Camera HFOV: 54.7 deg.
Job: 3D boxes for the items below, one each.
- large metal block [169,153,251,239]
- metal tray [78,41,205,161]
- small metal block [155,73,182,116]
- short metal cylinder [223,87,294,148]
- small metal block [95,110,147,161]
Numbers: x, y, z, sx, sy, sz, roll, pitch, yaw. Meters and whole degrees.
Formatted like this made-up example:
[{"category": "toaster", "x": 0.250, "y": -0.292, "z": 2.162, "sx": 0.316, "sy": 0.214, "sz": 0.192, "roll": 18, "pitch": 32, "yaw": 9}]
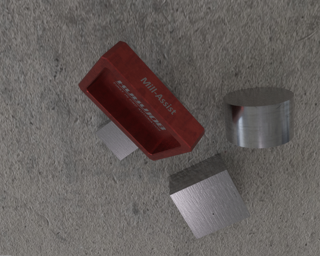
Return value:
[{"category": "large metal block", "x": 0.067, "y": 0.094, "z": 0.432, "sx": 0.080, "sy": 0.050, "sz": 0.080, "roll": -27, "pitch": 108, "yaw": 9}, {"category": "metal tray", "x": -0.023, "y": -0.023, "z": 0.346, "sx": 0.130, "sy": 0.090, "sz": 0.030, "roll": 46, "pitch": 60, "yaw": -12}, {"category": "small metal block", "x": 0.002, "y": -0.037, "z": 0.383, "sx": 0.025, "sy": 0.050, "sz": 0.050, "roll": -38, "pitch": 106, "yaw": 13}, {"category": "short metal cylinder", "x": 0.119, "y": -0.015, "z": 0.376, "sx": 0.080, "sy": 0.080, "sz": 0.050, "roll": -8, "pitch": 110, "yaw": 3}, {"category": "small metal block", "x": -0.048, "y": 0.006, "z": 0.412, "sx": 0.050, "sy": 0.025, "sz": 0.050, "roll": -36, "pitch": 107, "yaw": 12}]
